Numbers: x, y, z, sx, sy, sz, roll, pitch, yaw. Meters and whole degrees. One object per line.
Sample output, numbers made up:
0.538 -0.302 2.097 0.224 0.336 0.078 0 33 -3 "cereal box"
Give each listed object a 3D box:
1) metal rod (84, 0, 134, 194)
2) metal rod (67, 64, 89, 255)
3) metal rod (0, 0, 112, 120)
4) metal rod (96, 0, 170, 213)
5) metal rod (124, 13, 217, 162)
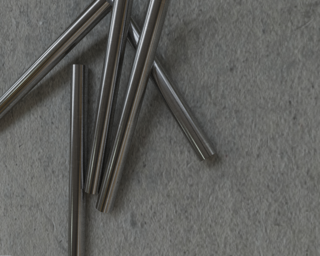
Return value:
-0.068 -0.054 0.414 0.025 0.025 0.298 15 101 19 "metal rod"
-0.119 0.059 0.449 0.025 0.025 0.298 1 90 19 "metal rod"
-0.180 -0.085 0.457 0.299 0.025 0.025 -37 79 21 "metal rod"
-0.037 -0.027 0.401 0.025 0.025 0.298 21 104 18 "metal rod"
-0.014 -0.091 0.412 0.025 0.025 0.299 -33 80 17 "metal rod"
